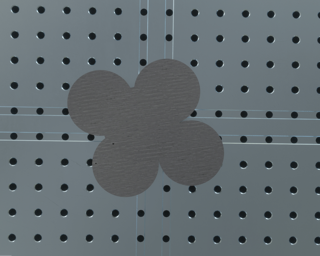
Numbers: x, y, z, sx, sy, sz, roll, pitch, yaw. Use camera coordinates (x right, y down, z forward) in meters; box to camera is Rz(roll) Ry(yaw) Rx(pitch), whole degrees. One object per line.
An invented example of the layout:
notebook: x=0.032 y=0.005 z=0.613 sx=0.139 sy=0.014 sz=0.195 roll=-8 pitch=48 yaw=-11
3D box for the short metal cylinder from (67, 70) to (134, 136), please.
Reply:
short metal cylinder: x=-0.072 y=-0.030 z=0.399 sx=0.081 sy=0.050 sz=0.079 roll=0 pitch=90 yaw=-1

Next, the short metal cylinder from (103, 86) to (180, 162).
short metal cylinder: x=-0.020 y=-0.005 z=0.349 sx=0.081 sy=0.050 sz=0.079 roll=0 pitch=92 yaw=-1

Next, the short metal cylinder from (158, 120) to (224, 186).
short metal cylinder: x=0.038 y=0.030 z=0.401 sx=0.081 sy=0.050 sz=0.079 roll=0 pitch=90 yaw=-1

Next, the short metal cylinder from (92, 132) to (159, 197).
short metal cylinder: x=-0.042 y=0.044 z=0.400 sx=0.081 sy=0.050 sz=0.079 roll=0 pitch=90 yaw=-1

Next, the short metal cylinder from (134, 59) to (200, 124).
short metal cylinder: x=0.008 y=-0.044 z=0.400 sx=0.081 sy=0.050 sz=0.079 roll=0 pitch=90 yaw=-1
